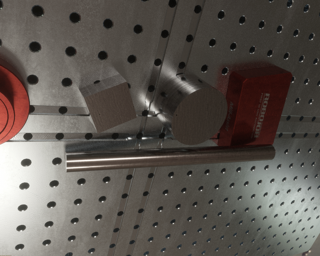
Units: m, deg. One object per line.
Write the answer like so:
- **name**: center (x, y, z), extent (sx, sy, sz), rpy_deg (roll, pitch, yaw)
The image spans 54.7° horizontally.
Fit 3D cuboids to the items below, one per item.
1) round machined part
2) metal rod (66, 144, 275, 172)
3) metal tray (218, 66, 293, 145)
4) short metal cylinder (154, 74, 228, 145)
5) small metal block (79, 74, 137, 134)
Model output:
- **round machined part**: center (-0.176, -0.020, 0.292), extent (0.099, 0.042, 0.097), rpy_deg (-14, 125, -21)
- **metal rod**: center (0.028, 0.039, 0.428), extent (0.303, 0.025, 0.025), rpy_deg (-1, 119, -20)
- **metal tray**: center (0.143, -0.024, 0.474), extent (0.091, 0.030, 0.129), rpy_deg (-11, 123, -23)
- **short metal cylinder**: center (0.040, -0.025, 0.403), extent (0.081, 0.050, 0.079), rpy_deg (-14, 125, -21)
- **small metal block**: center (-0.060, -0.029, 0.362), extent (0.050, 0.025, 0.050), rpy_deg (-24, 127, -14)
